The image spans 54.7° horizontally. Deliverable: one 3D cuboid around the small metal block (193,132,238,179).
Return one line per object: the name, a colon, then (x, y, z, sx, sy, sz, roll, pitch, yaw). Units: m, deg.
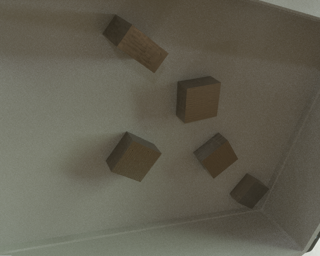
small metal block: (0.087, 0.043, 0.483, 0.050, 0.025, 0.050, -39, 129, -2)

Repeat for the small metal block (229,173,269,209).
small metal block: (0.165, 0.117, 0.571, 0.050, 0.025, 0.050, 30, 102, -38)

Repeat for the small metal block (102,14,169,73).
small metal block: (-0.026, -0.088, 0.323, 0.050, 0.050, 0.025, 29, 102, -38)

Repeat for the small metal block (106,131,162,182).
small metal block: (-0.035, 0.039, 0.414, 0.050, 0.025, 0.050, 28, 103, -38)

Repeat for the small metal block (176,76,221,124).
small metal block: (0.050, -0.038, 0.412, 0.050, 0.025, 0.050, -13, 124, -22)
